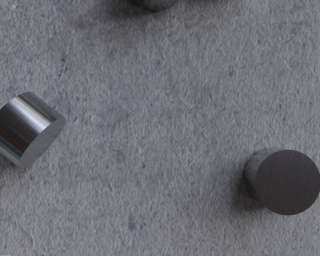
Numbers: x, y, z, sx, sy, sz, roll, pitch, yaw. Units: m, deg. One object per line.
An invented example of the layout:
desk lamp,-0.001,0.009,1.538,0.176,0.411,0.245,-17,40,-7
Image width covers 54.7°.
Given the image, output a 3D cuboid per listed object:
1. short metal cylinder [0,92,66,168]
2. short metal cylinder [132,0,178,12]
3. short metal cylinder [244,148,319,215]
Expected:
short metal cylinder,-0.163,0.002,0.380,0.050,0.080,0.080,39,90,-1
short metal cylinder,-0.007,-0.198,0.397,0.081,0.050,0.079,0,90,-1
short metal cylinder,0.155,0.066,0.400,0.081,0.050,0.079,0,90,-1
